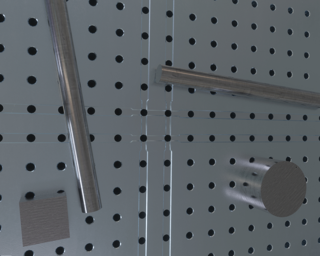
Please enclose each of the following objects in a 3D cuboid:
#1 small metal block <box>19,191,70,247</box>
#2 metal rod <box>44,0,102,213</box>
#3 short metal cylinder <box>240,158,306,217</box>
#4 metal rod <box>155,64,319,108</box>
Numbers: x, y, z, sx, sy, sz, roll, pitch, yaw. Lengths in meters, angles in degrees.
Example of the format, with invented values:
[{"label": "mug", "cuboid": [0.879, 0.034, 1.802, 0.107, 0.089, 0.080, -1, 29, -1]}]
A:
[{"label": "small metal block", "cuboid": [-0.135, 0.105, 0.363, 0.050, 0.025, 0.050, -5, 92, -20]}, {"label": "metal rod", "cuboid": [-0.107, -0.047, 0.373, 0.025, 0.025, 0.298, -10, 94, -20]}, {"label": "short metal cylinder", "cuboid": [0.168, 0.086, 0.462, 0.081, 0.050, 0.079, 0, 90, -20]}, {"label": "metal rod", "cuboid": [0.139, -0.058, 0.464, 0.302, 0.025, 0.025, 6, 88, -20]}]
